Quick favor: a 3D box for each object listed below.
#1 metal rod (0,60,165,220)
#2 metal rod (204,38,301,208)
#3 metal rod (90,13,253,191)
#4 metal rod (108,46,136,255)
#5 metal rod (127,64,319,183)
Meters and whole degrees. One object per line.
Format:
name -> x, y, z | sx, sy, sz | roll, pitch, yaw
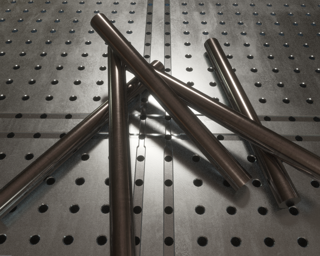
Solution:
metal rod -> -0.091, -0.003, 0.409 | 0.025, 0.025, 0.301 | 29, 56, 22
metal rod -> 0.115, -0.031, 0.434 | 0.025, 0.025, 0.300 | -8, 51, -7
metal rod -> 0.004, -0.044, 0.399 | 0.025, 0.025, 0.300 | -32, 71, -24
metal rod -> -0.050, 0.007, 0.378 | 0.025, 0.025, 0.299 | -4, 57, -4
metal rod -> 0.074, -0.019, 0.391 | 0.300, 0.025, 0.025 | 33, 57, 24
